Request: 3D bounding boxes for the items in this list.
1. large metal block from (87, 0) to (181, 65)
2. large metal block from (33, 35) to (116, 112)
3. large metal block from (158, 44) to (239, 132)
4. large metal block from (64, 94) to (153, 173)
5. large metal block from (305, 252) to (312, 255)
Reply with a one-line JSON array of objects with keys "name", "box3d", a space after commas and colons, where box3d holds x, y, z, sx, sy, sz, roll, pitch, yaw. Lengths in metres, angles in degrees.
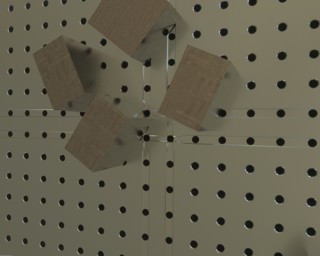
[{"name": "large metal block", "box3d": [-0.034, -0.144, 0.412, 0.080, 0.050, 0.080, 41, 103, 15]}, {"name": "large metal block", "box3d": [-0.114, -0.069, 0.424, 0.050, 0.080, 0.080, -25, 82, 18]}, {"name": "large metal block", "box3d": [0.049, -0.043, 0.366, 0.050, 0.080, 0.080, 27, 99, 18]}, {"name": "large metal block", "box3d": [-0.064, 0.006, 0.406, 0.050, 0.080, 0.080, 36, 102, 16]}, {"name": "large metal block", "box3d": [0.180, 0.188, 0.320, 0.080, 0.080, 0.050, 33, 101, 17]}]
